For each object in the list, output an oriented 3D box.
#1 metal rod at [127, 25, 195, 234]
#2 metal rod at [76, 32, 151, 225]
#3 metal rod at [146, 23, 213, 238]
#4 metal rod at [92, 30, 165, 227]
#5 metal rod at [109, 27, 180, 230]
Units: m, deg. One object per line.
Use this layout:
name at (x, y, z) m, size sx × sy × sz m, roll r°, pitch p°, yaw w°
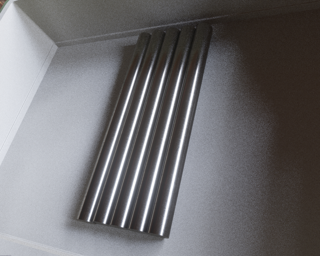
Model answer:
metal rod at (0.010, -0.016, 0.409) m, size 0.025 × 0.025 × 0.300 m, roll 0°, pitch 62°, yaw 28°
metal rod at (-0.057, -0.016, 0.444) m, size 0.025 × 0.025 × 0.300 m, roll 0°, pitch 62°, yaw 28°
metal rod at (0.032, -0.015, 0.397) m, size 0.025 × 0.025 × 0.300 m, roll 0°, pitch 62°, yaw 28°
metal rod at (-0.035, -0.017, 0.433) m, size 0.025 × 0.025 × 0.300 m, roll 0°, pitch 62°, yaw 28°
metal rod at (-0.013, -0.016, 0.421) m, size 0.025 × 0.025 × 0.300 m, roll 0°, pitch 62°, yaw 28°
